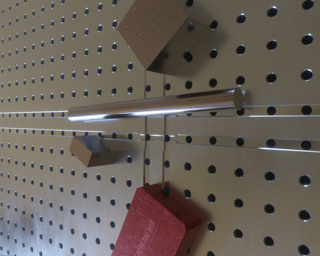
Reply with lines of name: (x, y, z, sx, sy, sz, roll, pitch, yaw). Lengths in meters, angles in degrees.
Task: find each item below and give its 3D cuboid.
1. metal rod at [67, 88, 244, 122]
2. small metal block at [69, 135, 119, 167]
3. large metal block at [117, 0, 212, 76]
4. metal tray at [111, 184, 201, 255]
metal rod: (-0.031, -0.027, 0.432, 0.300, 0.025, 0.025, -2, 89, 39)
small metal block: (-0.101, 0.034, 0.474, 0.050, 0.050, 0.025, 34, 111, 34)
large metal block: (0.003, -0.125, 0.389, 0.080, 0.050, 0.080, -47, 62, 29)
metal tray: (-0.011, 0.153, 0.413, 0.090, 0.030, 0.129, 33, 110, 35)
